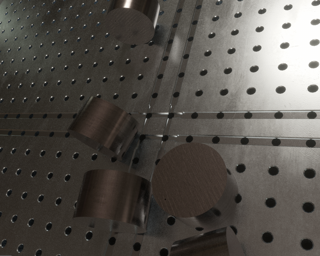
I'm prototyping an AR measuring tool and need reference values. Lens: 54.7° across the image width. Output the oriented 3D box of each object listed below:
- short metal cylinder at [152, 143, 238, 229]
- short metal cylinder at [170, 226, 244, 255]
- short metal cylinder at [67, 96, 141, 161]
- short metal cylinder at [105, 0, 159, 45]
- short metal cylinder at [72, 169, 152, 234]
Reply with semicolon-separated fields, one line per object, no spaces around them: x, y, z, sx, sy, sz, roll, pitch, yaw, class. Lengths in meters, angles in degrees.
0.038;0.062;0.333;0.080;0.050;0.080;-13;56;20;short metal cylinder
0.048;0.132;0.266;0.050;0.080;0.080;-22;54;15;short metal cylinder
-0.073;0.002;0.409;0.080;0.080;0.050;17;71;34;short metal cylinder
-0.044;-0.183;0.506;0.080;0.080;0.050;-4;60;26;short metal cylinder
-0.051;0.084;0.347;0.080;0.080;0.050;-5;60;25;short metal cylinder
